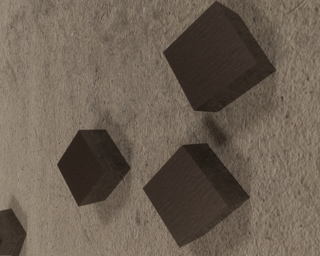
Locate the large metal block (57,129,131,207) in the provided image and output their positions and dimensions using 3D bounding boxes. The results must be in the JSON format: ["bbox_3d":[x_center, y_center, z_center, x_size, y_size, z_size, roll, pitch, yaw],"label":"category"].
[{"bbox_3d":[-0.102,0.059,0.471,0.080,0.050,0.080,-52,60,27],"label":"large metal block"}]

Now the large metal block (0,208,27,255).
[{"bbox_3d":[-0.337,0.234,0.662,0.080,0.050,0.079,38,113,33],"label":"large metal block"}]

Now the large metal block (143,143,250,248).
[{"bbox_3d":[0.039,0.074,0.355,0.080,0.050,0.080,-50,61,28],"label":"large metal block"}]

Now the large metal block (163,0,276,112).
[{"bbox_3d":[0.062,-0.073,0.336,0.080,0.050,0.080,-38,67,33],"label":"large metal block"}]
